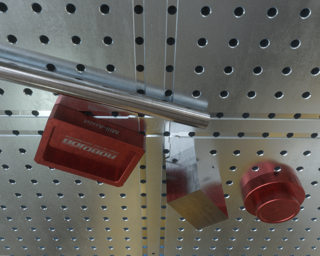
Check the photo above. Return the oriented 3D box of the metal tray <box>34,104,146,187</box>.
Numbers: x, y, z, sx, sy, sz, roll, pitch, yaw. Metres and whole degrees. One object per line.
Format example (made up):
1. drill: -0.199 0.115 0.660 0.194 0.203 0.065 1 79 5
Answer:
1. metal tray: -0.097 0.029 0.431 0.131 0.030 0.089 20 127 -17

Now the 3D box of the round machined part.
1. round machined part: 0.187 0.120 0.505 0.099 0.042 0.097 -1 130 0

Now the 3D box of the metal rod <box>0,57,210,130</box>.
1. metal rod: -0.084 -0.044 0.372 0.302 0.025 0.025 13 129 -12

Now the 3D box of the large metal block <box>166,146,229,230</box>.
1. large metal block: 0.052 0.087 0.451 0.050 0.080 0.080 -28 125 21
